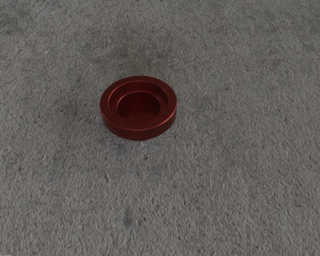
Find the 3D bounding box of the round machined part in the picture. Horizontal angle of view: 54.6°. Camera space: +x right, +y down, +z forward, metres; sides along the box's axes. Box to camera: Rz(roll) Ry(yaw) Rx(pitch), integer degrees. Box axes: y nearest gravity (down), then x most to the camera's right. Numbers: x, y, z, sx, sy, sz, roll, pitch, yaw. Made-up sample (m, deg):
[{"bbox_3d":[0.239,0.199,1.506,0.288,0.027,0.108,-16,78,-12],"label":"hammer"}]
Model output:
[{"bbox_3d":[-0.027,-0.022,0.410,0.099,0.042,0.098,0,50,0],"label":"round machined part"}]
